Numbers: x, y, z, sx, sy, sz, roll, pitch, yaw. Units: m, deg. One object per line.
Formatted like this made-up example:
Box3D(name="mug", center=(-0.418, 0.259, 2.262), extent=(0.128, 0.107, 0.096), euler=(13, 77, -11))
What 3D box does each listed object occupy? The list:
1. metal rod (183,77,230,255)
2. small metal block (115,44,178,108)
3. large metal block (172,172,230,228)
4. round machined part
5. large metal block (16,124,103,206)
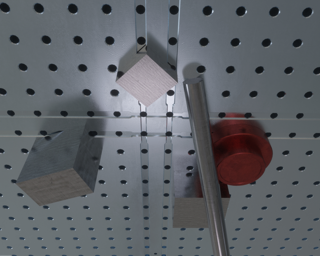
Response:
Box3D(name="metal rod", center=(0.069, 0.078, 0.425), extent=(0.025, 0.025, 0.298), euler=(-9, 114, 7))
Box3D(name="small metal block", center=(-0.015, -0.060, 0.361), extent=(0.050, 0.025, 0.050), euler=(-36, 122, 26))
Box3D(name="large metal block", center=(0.061, 0.115, 0.494), extent=(0.081, 0.050, 0.079), euler=(1, 130, -1))
Box3D(name="round machined part", center=(0.110, 0.045, 0.440), extent=(0.099, 0.042, 0.097), euler=(0, 130, 0))
Box3D(name="large metal block", center=(-0.131, 0.049, 0.416), extent=(0.080, 0.080, 0.050), euler=(-16, 128, 13))
